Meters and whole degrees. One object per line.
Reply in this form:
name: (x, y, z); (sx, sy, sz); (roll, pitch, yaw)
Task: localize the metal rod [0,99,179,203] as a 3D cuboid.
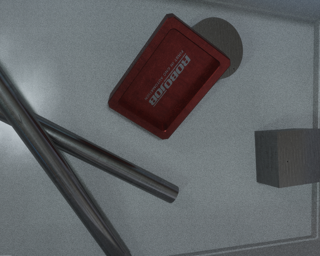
metal rod: (-0.106, 0.019, 0.371); (0.301, 0.025, 0.025); (30, 80, -18)

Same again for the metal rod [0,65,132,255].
metal rod: (-0.116, 0.045, 0.348); (0.025, 0.025, 0.299); (-35, 109, -17)

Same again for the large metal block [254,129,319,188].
large metal block: (0.195, 0.043, 0.471); (0.081, 0.050, 0.079); (-3, 91, -20)

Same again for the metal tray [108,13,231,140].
metal tray: (0.009, -0.058, 0.377); (0.090, 0.030, 0.129); (32, 112, -18)

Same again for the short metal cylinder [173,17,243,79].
short metal cylinder: (0.064, -0.103, 0.422); (0.081, 0.050, 0.079); (0, 90, -21)
